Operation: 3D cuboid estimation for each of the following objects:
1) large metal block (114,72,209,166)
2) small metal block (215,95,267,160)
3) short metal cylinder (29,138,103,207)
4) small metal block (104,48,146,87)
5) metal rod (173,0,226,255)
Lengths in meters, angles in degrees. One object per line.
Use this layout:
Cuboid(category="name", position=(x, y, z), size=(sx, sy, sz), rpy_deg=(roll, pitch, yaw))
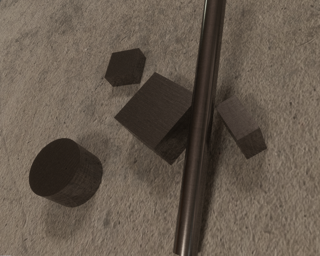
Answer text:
Cuboid(category="large metal block", position=(0.004, -0.013, 0.393), size=(0.080, 0.050, 0.080), rpy_deg=(-49, 52, -7))
Cuboid(category="small metal block", position=(0.089, 0.000, 0.341), size=(0.025, 0.050, 0.050), rpy_deg=(-31, 52, 8))
Cuboid(category="short metal cylinder", position=(-0.125, 0.060, 0.415), size=(0.080, 0.050, 0.080), rpy_deg=(-13, 56, 20))
Cuboid(category="small metal block", position=(-0.054, -0.095, 0.489), size=(0.050, 0.025, 0.050), rpy_deg=(-3, 60, 26))
Cuboid(category="metal rod", position=(0.046, -0.019, 0.338), size=(0.025, 0.025, 0.299), rpy_deg=(3, 79, 29))
